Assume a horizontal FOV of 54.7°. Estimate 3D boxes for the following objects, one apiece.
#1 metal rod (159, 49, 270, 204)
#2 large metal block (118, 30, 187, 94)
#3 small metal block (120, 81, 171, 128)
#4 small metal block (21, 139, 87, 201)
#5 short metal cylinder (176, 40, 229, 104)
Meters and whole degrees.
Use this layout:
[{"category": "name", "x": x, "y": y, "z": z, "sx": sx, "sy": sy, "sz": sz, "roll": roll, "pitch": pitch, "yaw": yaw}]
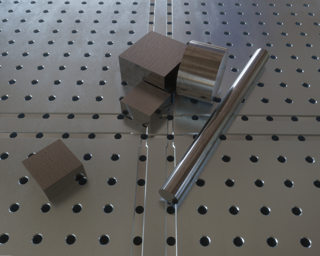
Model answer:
[{"category": "metal rod", "x": 0.088, "y": -0.022, "z": 0.426, "sx": 0.025, "sy": 0.025, "sz": 0.301, "roll": 25, "pitch": 54, "yaw": 20}, {"category": "large metal block", "x": -0.004, "y": -0.095, "z": 0.471, "sx": 0.080, "sy": 0.050, "sz": 0.080, "roll": 28, "pitch": 55, "yaw": 22}, {"category": "small metal block", "x": -0.020, "y": -0.034, "z": 0.436, "sx": 0.050, "sy": 0.025, "sz": 0.050, "roll": 28, "pitch": 55, "yaw": 21}, {"category": "small metal block", "x": -0.124, "y": 0.048, "z": 0.366, "sx": 0.050, "sy": 0.025, "sz": 0.050, "roll": -35, "pitch": 58, "yaw": -26}, {"category": "short metal cylinder", "x": 0.061, "y": -0.079, "z": 0.439, "sx": 0.050, "sy": 0.080, "sz": 0.080, "roll": 18, "pitch": 52, "yaw": 14}]
